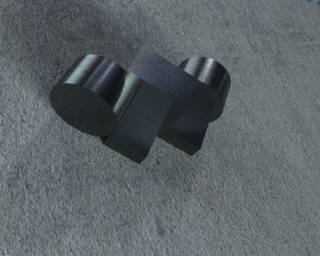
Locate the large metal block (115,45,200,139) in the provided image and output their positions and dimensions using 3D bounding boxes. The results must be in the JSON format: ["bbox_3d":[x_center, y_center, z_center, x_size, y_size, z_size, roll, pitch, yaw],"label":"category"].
[{"bbox_3d":[-0.010,-0.042,0.391,0.080,0.080,0.050,31,52,-9],"label":"large metal block"}]

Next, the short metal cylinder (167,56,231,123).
[{"bbox_3d":[0.053,-0.051,0.430,0.080,0.080,0.050,31,52,-9],"label":"short metal cylinder"}]

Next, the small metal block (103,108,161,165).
[{"bbox_3d":[-0.034,0.009,0.382,0.050,0.025,0.050,31,52,-8],"label":"small metal block"}]

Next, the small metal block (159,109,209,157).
[{"bbox_3d":[0.034,0.003,0.422,0.050,0.025,0.050,31,52,-8],"label":"small metal block"}]

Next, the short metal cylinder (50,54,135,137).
[{"bbox_3d":[-0.075,-0.035,0.351,0.080,0.080,0.050,31,52,-9],"label":"short metal cylinder"}]
